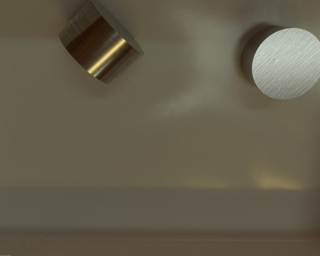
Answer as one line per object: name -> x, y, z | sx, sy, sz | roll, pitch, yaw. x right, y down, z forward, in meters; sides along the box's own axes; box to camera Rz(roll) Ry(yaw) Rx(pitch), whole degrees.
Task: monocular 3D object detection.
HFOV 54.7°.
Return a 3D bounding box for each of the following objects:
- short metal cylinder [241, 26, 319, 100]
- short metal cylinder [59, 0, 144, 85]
short metal cylinder -> 0.143, -0.079, 0.370 | 0.081, 0.050, 0.079 | 0, 110, 0
short metal cylinder -> -0.064, -0.095, 0.346 | 0.050, 0.080, 0.080 | -41, 105, 14
